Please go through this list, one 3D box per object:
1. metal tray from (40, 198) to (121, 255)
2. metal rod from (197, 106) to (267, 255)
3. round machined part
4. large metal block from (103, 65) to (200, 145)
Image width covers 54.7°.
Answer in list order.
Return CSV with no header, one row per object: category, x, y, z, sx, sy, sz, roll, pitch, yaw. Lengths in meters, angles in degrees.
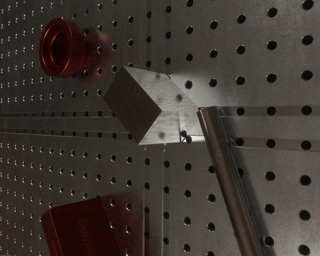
metal tray,-0.111,0.175,0.455,0.030,0.091,0.130,-38,67,33
metal rod,0.095,0.119,0.330,0.025,0.025,0.299,-25,74,37
round machined part,-0.161,-0.133,0.528,0.098,0.042,0.097,0,90,39
large metal block,-0.008,-0.027,0.378,0.080,0.081,0.050,50,119,28
